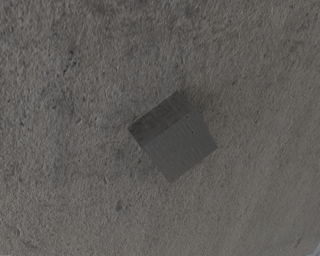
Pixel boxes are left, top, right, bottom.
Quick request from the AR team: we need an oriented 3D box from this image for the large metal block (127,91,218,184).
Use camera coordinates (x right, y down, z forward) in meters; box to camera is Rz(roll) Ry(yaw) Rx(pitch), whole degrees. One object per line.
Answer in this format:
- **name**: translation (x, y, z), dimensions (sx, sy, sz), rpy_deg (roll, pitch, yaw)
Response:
- **large metal block**: translation (0.018, 0.013, 0.408), dimensions (0.080, 0.050, 0.080), rpy_deg (-37, 129, -3)
